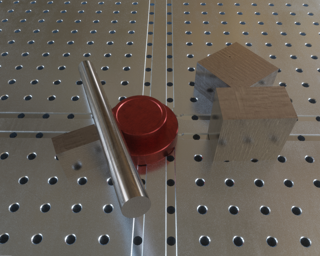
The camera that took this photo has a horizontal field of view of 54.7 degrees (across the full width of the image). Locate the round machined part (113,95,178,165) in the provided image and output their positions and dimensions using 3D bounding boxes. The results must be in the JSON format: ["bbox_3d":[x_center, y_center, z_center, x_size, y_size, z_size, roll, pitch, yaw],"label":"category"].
[{"bbox_3d":[-0.026,-0.004,0.400,0.099,0.042,0.098,0,50,0],"label":"round machined part"}]

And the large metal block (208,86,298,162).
[{"bbox_3d":[0.106,-0.003,0.375,0.081,0.080,0.050,-2,50,-1],"label":"large metal block"}]

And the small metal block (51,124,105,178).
[{"bbox_3d":[-0.094,0.028,0.367,0.050,0.050,0.025,-20,53,-16],"label":"small metal block"}]

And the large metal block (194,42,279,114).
[{"bbox_3d":[0.109,-0.072,0.453,0.081,0.050,0.080,-31,57,-23],"label":"large metal block"}]

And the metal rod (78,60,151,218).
[{"bbox_3d":[-0.068,-0.015,0.370,0.025,0.025,0.300,-15,37,-12],"label":"metal rod"}]
